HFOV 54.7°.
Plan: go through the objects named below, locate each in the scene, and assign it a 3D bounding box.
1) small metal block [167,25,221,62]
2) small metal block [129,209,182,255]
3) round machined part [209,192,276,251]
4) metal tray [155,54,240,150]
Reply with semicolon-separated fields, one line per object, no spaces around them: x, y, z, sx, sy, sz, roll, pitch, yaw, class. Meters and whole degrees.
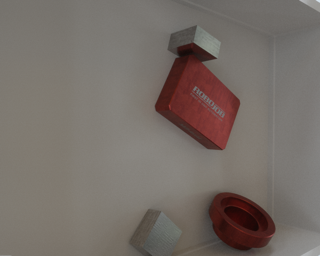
0.048;-0.115;0.432;0.050;0.050;0.025;21;77;-39;small metal block
-0.004;0.142;0.403;0.050;0.025;0.050;51;54;-28;small metal block
0.120;0.145;0.472;0.099;0.098;0.042;2;118;-40;round machined part
0.061;-0.034;0.457;0.130;0.030;0.090;35;68;-35;metal tray
